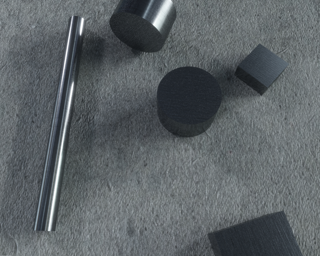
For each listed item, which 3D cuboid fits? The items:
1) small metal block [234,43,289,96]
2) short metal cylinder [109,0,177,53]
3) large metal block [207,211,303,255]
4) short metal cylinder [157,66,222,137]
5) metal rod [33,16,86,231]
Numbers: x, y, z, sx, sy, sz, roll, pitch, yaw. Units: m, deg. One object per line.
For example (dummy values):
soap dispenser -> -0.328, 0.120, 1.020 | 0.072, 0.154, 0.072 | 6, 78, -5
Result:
small metal block -> 0.143, -0.083, 0.439 | 0.050, 0.025, 0.050 | 41, 75, 13
short metal cylinder -> -0.023, -0.151, 0.434 | 0.080, 0.080, 0.050 | 20, 72, 7
large metal block -> 0.107, 0.145, 0.343 | 0.081, 0.050, 0.080 | -16, 71, -6
short metal cylinder -> 0.037, -0.033, 0.407 | 0.081, 0.050, 0.080 | 0, 70, 0
metal rod -> -0.130, -0.020, 0.414 | 0.025, 0.025, 0.299 | 2, 70, 1
